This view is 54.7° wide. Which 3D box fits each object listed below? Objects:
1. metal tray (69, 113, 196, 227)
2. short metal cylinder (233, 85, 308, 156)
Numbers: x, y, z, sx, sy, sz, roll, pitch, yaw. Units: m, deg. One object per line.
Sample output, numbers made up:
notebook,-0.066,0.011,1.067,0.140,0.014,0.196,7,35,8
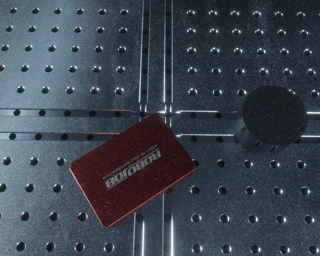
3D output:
metal tray,-0.033,0.052,0.390,0.131,0.030,0.090,-32,73,-11
short metal cylinder,0.141,-0.008,0.403,0.081,0.050,0.080,0,70,0
